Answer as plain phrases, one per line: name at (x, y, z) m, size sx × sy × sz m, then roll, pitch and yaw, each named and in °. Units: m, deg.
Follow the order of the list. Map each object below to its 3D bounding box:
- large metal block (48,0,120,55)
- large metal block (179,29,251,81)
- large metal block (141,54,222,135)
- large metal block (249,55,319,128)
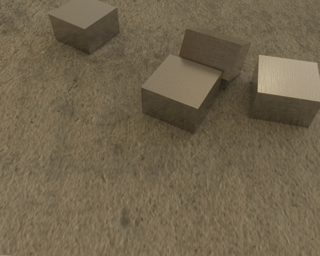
large metal block at (-0.129, -0.181, 0.537) m, size 0.080 × 0.050 × 0.080 m, roll 27°, pitch 55°, yaw 20°
large metal block at (0.083, -0.113, 0.462) m, size 0.080 × 0.050 × 0.080 m, roll 23°, pitch 25°, yaw 17°
large metal block at (0.030, -0.049, 0.428) m, size 0.080 × 0.050 × 0.080 m, roll 23°, pitch 54°, yaw 18°
large metal block at (0.173, -0.053, 0.434) m, size 0.080 × 0.050 × 0.080 m, roll 10°, pitch 51°, yaw 8°
